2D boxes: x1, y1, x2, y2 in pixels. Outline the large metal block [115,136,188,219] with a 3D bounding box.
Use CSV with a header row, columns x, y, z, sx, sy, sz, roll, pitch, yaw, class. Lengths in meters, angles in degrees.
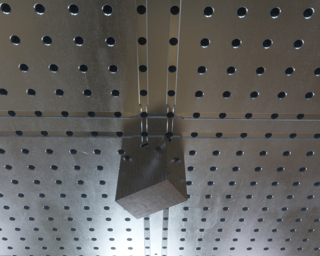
x,y,z,sx,sy,sz,roll,pitch,yaw,class
-0.011,0.069,0.434,0.080,0.080,0.050,-26,125,20,large metal block
